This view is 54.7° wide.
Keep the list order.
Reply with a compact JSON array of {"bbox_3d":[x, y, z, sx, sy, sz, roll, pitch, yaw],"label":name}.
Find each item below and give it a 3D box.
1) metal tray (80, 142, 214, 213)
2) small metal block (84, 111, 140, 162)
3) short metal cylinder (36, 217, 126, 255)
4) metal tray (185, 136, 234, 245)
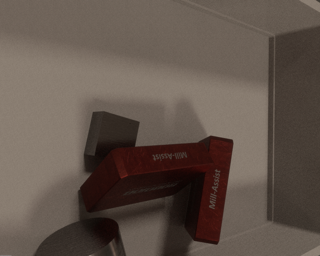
[{"bbox_3d":[-0.012,0.055,0.355,0.131,0.090,0.030,-1,57,-40],"label":"metal tray"},{"bbox_3d":[-0.055,0.011,0.362,0.050,0.025,0.050,17,79,-39],"label":"small metal block"},{"bbox_3d":[-0.075,0.132,0.310,0.081,0.080,0.050,-21,103,-38],"label":"short metal cylinder"},{"bbox_3d":[0.064,0.080,0.420,0.030,0.090,0.129,11,82,-2],"label":"metal tray"}]
